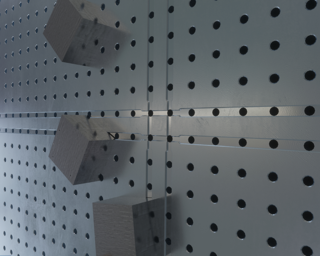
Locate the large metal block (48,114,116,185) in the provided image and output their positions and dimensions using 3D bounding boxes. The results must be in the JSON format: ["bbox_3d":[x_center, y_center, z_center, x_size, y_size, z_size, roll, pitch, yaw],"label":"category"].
[{"bbox_3d":[-0.128,0.033,0.500,0.080,0.050,0.080,37,113,34],"label":"large metal block"}]

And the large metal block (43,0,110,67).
[{"bbox_3d":[-0.140,-0.161,0.510,0.080,0.050,0.080,52,120,27],"label":"large metal block"}]

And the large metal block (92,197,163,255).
[{"bbox_3d":[-0.046,0.141,0.433,0.080,0.050,0.080,-8,85,40],"label":"large metal block"}]

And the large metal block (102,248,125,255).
[{"bbox_3d":[-0.077,0.231,0.439,0.080,0.081,0.050,50,120,28],"label":"large metal block"}]
